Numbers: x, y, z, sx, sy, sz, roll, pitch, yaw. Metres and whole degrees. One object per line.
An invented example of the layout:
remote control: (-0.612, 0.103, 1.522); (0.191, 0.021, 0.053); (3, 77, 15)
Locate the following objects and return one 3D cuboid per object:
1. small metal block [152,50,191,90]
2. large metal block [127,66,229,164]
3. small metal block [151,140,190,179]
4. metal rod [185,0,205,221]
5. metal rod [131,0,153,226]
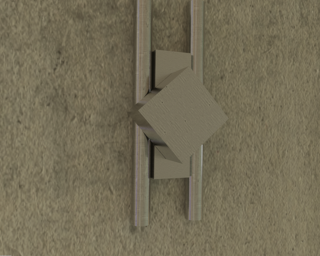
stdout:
small metal block: (0.013, -0.075, 0.415); (0.050, 0.025, 0.050); (1, 90, -21)
large metal block: (0.021, -0.015, 0.377); (0.080, 0.050, 0.080); (-43, 104, -15)
small metal block: (0.012, 0.041, 0.415); (0.050, 0.025, 0.050); (1, 90, -21)
metal rod: (0.048, -0.024, 0.430); (0.025, 0.025, 0.298); (1, 90, -20)
metal rod: (-0.023, -0.025, 0.403); (0.025, 0.025, 0.298); (1, 90, -20)
